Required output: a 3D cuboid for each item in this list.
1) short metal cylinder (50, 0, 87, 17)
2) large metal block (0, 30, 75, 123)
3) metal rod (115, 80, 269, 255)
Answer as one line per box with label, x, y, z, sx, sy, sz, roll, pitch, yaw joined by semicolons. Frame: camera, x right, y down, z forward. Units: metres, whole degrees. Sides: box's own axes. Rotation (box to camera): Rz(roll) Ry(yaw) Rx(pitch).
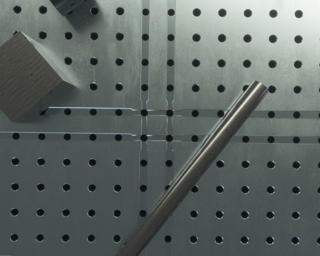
short metal cylinder;-0.125;-0.188;0.385;0.050;0.080;0.080;-35;90;0
large metal block;-0.174;-0.062;0.399;0.080;0.050;0.080;-41;90;0
metal rod;0.042;0.062;0.413;0.025;0.025;0.300;38;90;0
